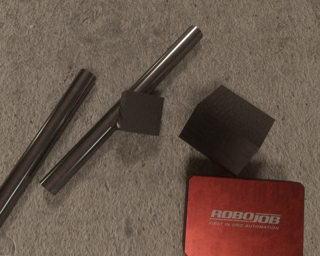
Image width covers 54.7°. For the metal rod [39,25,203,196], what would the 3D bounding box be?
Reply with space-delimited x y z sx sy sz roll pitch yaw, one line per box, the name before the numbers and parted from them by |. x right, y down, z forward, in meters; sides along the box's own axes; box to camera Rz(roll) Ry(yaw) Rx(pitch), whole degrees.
metal rod | -0.042 -0.034 0.419 0.025 0.025 0.301 38 74 12

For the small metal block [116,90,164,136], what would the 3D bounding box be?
small metal block | -0.026 -0.018 0.398 0.050 0.025 0.050 10 86 -22

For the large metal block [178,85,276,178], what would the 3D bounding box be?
large metal block | 0.083 0.000 0.376 0.080 0.050 0.080 36 37 12

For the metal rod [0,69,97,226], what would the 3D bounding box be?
metal rod | -0.168 0.050 0.387 0.025 0.025 0.300 26 72 8

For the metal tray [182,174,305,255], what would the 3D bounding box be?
metal tray | 0.094 0.103 0.357 0.131 0.030 0.089 4 85 1
